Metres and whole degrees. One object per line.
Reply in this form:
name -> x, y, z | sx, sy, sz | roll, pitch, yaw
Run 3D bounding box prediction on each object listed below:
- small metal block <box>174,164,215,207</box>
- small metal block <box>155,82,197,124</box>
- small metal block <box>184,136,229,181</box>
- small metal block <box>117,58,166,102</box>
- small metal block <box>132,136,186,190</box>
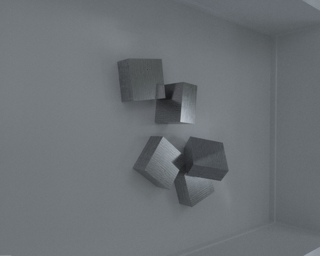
small metal block -> 0.049, 0.078, 0.447 | 0.050, 0.025, 0.050 | -22, 104, -38
small metal block -> 0.020, -0.031, 0.407 | 0.025, 0.050, 0.050 | 8, 85, -40
small metal block -> 0.063, 0.043, 0.432 | 0.050, 0.025, 0.050 | 11, 44, -13
small metal block -> -0.023, -0.060, 0.387 | 0.050, 0.025, 0.050 | -10, 96, -40
small metal block -> 0.000, 0.045, 0.407 | 0.050, 0.025, 0.050 | 44, 64, -31
